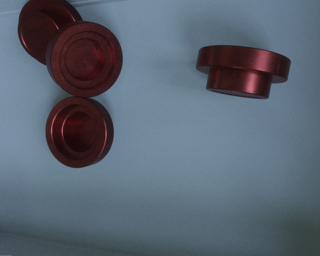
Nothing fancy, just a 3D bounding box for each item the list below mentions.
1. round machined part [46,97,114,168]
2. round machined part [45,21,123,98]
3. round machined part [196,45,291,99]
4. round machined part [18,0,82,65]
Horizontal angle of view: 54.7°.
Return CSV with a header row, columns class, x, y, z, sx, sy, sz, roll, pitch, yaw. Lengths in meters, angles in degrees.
class,x,y,z,sx,sy,sz,roll,pitch,yaw
round machined part,-0.108,0.005,0.439,0.098,0.042,0.097,1,92,20
round machined part,-0.104,-0.093,0.416,0.042,0.099,0.097,32,102,48
round machined part,0.088,-0.058,0.341,0.098,0.098,0.042,11,94,19
round machined part,-0.158,-0.132,0.437,0.098,0.042,0.097,8,119,14
